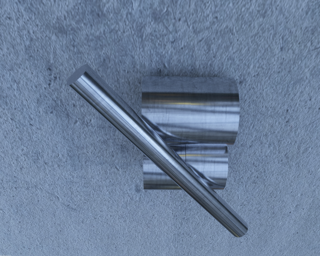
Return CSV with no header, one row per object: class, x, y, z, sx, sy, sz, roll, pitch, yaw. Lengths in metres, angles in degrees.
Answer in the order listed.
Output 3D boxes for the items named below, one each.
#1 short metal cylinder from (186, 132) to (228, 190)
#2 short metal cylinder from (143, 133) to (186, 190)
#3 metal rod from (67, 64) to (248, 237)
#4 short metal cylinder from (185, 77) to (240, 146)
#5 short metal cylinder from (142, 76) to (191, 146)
short metal cylinder,0.056,0.042,0.409,0.050,0.080,0.079,1,130,-1
short metal cylinder,0.005,0.042,0.408,0.050,0.080,0.079,1,130,-1
metal rod,0.019,0.046,0.343,0.025,0.025,0.300,-30,125,22
short metal cylinder,0.056,-0.019,0.357,0.050,0.080,0.079,1,130,-1
short metal cylinder,0.006,-0.020,0.356,0.050,0.080,0.079,1,130,-1
